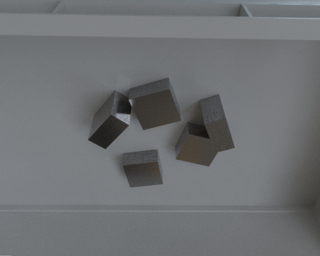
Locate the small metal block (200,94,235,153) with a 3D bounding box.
[{"bbox_3d":[0.072,-0.006,0.389,0.025,0.050,0.050,-16,128,13],"label":"small metal block"}]

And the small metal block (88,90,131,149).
[{"bbox_3d":[-0.061,-0.011,0.383,0.025,0.050,0.050,32,123,-25],"label":"small metal block"}]

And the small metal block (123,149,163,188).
[{"bbox_3d":[-0.024,0.061,0.461,0.050,0.025,0.050,-7,130,5],"label":"small metal block"}]

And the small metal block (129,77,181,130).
[{"bbox_3d":[-0.005,-0.029,0.384,0.050,0.025,0.050,-14,129,11],"label":"small metal block"}]

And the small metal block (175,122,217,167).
[{"bbox_3d":[0.054,0.023,0.430,0.050,0.025,0.050,14,129,-12],"label":"small metal block"}]
